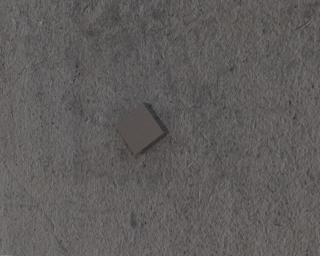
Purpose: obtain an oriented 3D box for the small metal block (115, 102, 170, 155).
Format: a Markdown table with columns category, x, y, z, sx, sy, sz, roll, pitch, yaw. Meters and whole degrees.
| category | x | y | z | sx | sy | sz | roll | pitch | yaw |
| --- | --- | --- | --- | --- | --- | --- | --- | --- | --- |
| small metal block | -0.024 | 0.001 | 0.418 | 0.050 | 0.025 | 0.050 | -38 | 78 | 15 |
